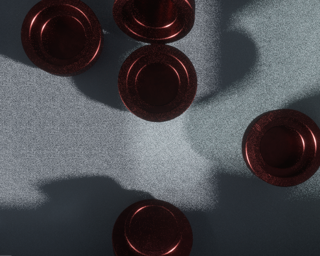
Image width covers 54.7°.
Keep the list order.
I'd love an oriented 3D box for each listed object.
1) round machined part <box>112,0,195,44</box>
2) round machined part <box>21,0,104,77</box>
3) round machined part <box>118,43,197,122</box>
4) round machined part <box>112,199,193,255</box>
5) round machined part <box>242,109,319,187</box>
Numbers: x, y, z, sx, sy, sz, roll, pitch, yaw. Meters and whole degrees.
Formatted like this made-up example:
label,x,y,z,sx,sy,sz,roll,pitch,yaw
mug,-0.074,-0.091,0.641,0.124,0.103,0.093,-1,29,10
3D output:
label,x,y,z,sx,sy,sz,roll,pitch,yaw
round machined part,-0.006,-0.150,0.379,0.099,0.098,0.042,5,67,-1
round machined part,-0.122,-0.115,0.401,0.099,0.042,0.097,0,90,-1
round machined part,-0.003,-0.056,0.403,0.099,0.042,0.097,0,90,-1
round machined part,-0.009,0.129,0.376,0.099,0.042,0.098,3,47,-3
round machined part,0.156,0.024,0.405,0.099,0.042,0.097,0,90,-1
